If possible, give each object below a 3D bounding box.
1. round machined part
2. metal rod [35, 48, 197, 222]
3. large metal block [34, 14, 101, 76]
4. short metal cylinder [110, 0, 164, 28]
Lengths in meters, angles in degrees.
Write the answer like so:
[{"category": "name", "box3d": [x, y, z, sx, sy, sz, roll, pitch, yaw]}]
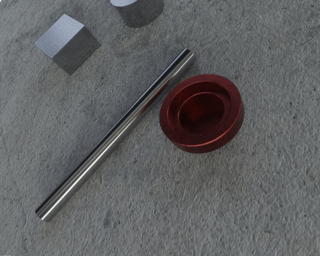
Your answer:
[{"category": "round machined part", "box3d": [0.052, -0.013, 0.373, 0.098, 0.042, 0.098, -13, 56, 20]}, {"category": "metal rod", "box3d": [-0.057, 0.006, 0.428, 0.300, 0.025, 0.025, -48, 52, -6]}, {"category": "large metal block", "box3d": [-0.170, -0.153, 0.569, 0.080, 0.050, 0.080, -48, 52, -6]}, {"category": "short metal cylinder", "box3d": [-0.039, -0.223, 0.544, 0.080, 0.050, 0.080, -13, 56, 20]}]
